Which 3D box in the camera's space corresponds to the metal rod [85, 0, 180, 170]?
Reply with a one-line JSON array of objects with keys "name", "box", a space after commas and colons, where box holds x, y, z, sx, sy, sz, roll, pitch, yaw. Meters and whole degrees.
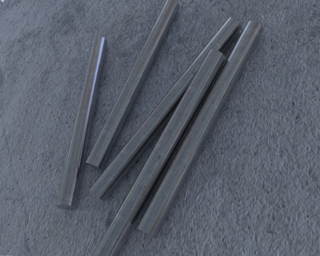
[{"name": "metal rod", "box": [-0.034, -0.077, 0.469, 0.025, 0.025, 0.300, 10, 66, 32]}]

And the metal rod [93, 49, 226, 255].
[{"name": "metal rod", "box": [0.002, 0.032, 0.374, 0.025, 0.025, 0.300, 21, 75, 36]}]

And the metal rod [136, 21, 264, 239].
[{"name": "metal rod", "box": [0.056, -0.010, 0.380, 0.025, 0.025, 0.300, 19, 71, 35]}]

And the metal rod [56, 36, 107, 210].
[{"name": "metal rod", "box": [-0.115, -0.026, 0.479, 0.025, 0.025, 0.299, -10, 57, 23]}]

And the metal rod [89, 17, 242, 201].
[{"name": "metal rod", "box": [0.013, -0.031, 0.416, 0.025, 0.025, 0.300, 32, 79, 38]}]
